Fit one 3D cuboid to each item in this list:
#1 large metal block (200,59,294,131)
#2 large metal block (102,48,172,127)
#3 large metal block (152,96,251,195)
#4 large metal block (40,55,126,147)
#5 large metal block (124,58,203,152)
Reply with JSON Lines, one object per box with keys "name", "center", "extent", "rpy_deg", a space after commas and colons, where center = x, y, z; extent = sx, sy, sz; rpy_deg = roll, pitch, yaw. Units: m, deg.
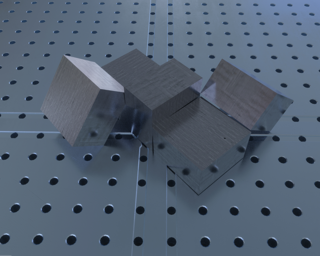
{"name": "large metal block", "center": [0.113, -0.040, 0.399], "extent": [0.080, 0.050, 0.080], "rpy_deg": [42, 21, 28]}
{"name": "large metal block", "center": [-0.038, -0.057, 0.439], "extent": [0.080, 0.050, 0.080], "rpy_deg": [-35, 59, -24]}
{"name": "large metal block", "center": [0.048, 0.018, 0.376], "extent": [0.080, 0.050, 0.080], "rpy_deg": [-34, 56, -25]}
{"name": "large metal block", "center": [-0.095, -0.033, 0.390], "extent": [0.080, 0.080, 0.050], "rpy_deg": [42, 22, 29]}
{"name": "large metal block", "center": [0.004, -0.029, 0.396], "extent": [0.080, 0.080, 0.050], "rpy_deg": [-35, 59, -26]}
